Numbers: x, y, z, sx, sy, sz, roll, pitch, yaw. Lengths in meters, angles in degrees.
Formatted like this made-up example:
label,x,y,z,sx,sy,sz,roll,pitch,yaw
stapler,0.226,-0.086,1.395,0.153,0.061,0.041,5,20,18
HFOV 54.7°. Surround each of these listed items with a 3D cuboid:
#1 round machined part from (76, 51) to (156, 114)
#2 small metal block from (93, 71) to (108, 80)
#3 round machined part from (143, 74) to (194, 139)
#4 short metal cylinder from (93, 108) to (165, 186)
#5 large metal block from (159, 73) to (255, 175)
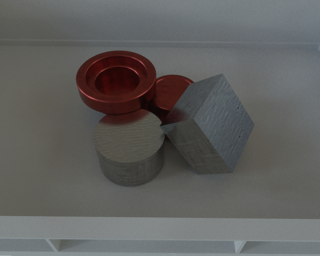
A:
label,x,y,z,sx,sy,sz,roll,pitch,yaw
round machined part,-0.054,-0.053,0.398,0.099,0.042,0.098,0,50,0
small metal block,-0.082,-0.067,0.441,0.025,0.050,0.050,37,59,26
round machined part,0.018,-0.035,0.419,0.099,0.042,0.098,0,50,0
short metal cylinder,-0.035,0.022,0.368,0.081,0.050,0.080,0,50,0
large metal block,0.058,-0.003,0.362,0.050,0.080,0.080,-13,33,46
